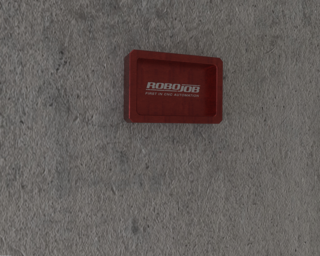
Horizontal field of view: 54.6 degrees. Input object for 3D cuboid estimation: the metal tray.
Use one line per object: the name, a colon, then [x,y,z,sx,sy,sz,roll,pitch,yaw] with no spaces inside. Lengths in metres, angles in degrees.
metal tray: [0.019,-0.051,0.412,0.131,0.030,0.090,0,90,-20]
